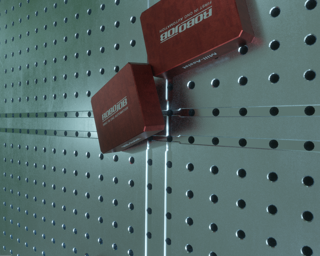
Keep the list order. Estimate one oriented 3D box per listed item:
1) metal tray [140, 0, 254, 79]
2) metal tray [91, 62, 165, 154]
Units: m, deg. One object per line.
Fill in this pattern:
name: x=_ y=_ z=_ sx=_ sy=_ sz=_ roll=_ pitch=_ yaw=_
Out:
metal tray: x=0.038 y=-0.123 z=0.375 sx=0.130 sy=0.030 sz=0.090 roll=-18 pitch=79 yaw=38
metal tray: x=-0.050 y=-0.022 z=0.428 sx=0.130 sy=0.030 sz=0.090 roll=-27 pitch=72 yaw=52
